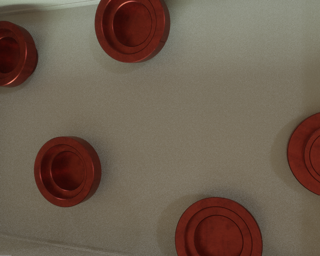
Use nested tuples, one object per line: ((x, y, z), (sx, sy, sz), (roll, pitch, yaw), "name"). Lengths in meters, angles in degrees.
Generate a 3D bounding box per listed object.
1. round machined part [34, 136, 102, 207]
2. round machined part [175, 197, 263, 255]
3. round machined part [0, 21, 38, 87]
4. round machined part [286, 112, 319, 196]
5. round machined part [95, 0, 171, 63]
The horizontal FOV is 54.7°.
((-0.127, 0.060, 0.445), (0.098, 0.042, 0.097), (0, 90, 19), "round machined part")
((0.071, 0.132, 0.369), (0.098, 0.042, 0.098), (-4, 76, 16), "round machined part")
((-0.231, -0.111, 0.481), (0.098, 0.042, 0.097), (0, 90, 19), "round machined part")
((0.190, 0.029, 0.335), (0.098, 0.042, 0.097), (0, 90, 19), "round machined part")
((-0.032, -0.135, 0.406), (0.098, 0.042, 0.097), (4, 102, 21), "round machined part")
